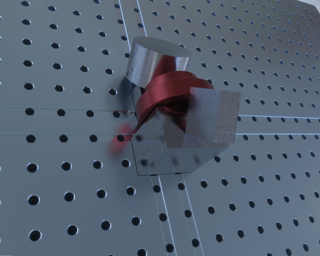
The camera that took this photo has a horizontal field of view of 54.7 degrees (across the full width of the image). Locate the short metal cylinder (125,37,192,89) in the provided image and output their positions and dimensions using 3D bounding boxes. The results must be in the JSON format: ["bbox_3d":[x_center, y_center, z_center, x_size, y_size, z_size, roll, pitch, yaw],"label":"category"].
[{"bbox_3d":[-0.003,-0.088,0.424,0.081,0.050,0.080,14,27,-7],"label":"short metal cylinder"}]

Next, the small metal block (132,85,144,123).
[{"bbox_3d":[-0.006,-0.034,0.426,0.050,0.025,0.050,1,61,-28],"label":"small metal block"}]

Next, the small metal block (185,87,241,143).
[{"bbox_3d":[0.052,-0.014,0.314,0.025,0.050,0.050,2,99,-29],"label":"small metal block"}]

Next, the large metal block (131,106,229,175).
[{"bbox_3d":[0.021,0.017,0.374,0.081,0.080,0.050,1,62,-28],"label":"large metal block"}]

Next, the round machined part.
[{"bbox_3d":[0.019,-0.034,0.380,0.099,0.097,0.042,1,62,-28],"label":"round machined part"}]
